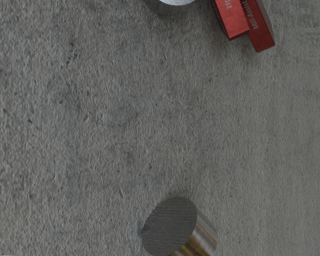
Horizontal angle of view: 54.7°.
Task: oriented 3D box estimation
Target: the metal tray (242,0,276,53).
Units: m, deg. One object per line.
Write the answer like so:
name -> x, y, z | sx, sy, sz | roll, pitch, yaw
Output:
metal tray -> 0.143, -0.197, 0.495 | 0.130, 0.030, 0.090 | 52, 33, -29

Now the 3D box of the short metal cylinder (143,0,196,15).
short metal cylinder -> 0.015, -0.184, 0.378 | 0.081, 0.050, 0.079 | -1, 97, -8

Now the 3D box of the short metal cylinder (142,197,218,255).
short metal cylinder -> 0.025, 0.135, 0.390 | 0.050, 0.080, 0.080 | 51, 60, -28

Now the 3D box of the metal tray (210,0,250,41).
metal tray -> 0.084, -0.196, 0.437 | 0.130, 0.030, 0.090 | 62, 15, -21
